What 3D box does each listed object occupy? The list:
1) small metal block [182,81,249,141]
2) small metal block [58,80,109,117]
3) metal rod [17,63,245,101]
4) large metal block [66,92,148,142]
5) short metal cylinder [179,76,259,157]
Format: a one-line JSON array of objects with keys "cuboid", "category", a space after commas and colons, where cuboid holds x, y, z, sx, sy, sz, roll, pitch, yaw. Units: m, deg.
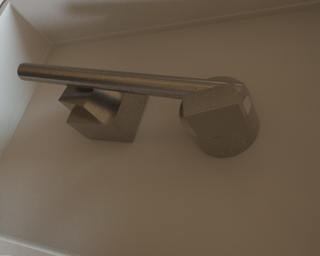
[{"cuboid": [0.055, -0.014, 0.301, 0.050, 0.050, 0.025, -14, 56, 20], "category": "small metal block"}, {"cuboid": [-0.101, -0.047, 0.419, 0.050, 0.025, 0.050, 14, 68, 33], "category": "small metal block"}, {"cuboid": [-0.053, -0.056, 0.374, 0.301, 0.025, 0.025, 9, 66, 23], "category": "metal rod"}, {"cuboid": [-0.073, -0.029, 0.440, 0.080, 0.050, 0.080, 3, 63, 29], "category": "large metal block"}, {"cuboid": [0.069, -0.013, 0.358, 0.080, 0.050, 0.080, -13, 56, 20], "category": "short metal cylinder"}]
